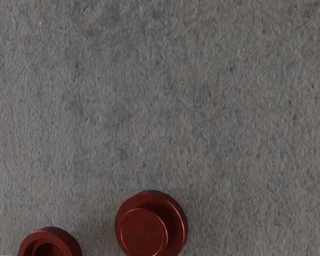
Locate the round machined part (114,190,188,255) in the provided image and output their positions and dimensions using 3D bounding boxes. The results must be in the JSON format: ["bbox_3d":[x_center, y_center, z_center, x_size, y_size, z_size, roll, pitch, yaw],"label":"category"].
[{"bbox_3d":[-0.016,0.134,0.405,0.098,0.042,0.097,0,90,19],"label":"round machined part"}]

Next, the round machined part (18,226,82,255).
[{"bbox_3d":[-0.154,0.192,0.453,0.098,0.042,0.097,0,90,19],"label":"round machined part"}]
